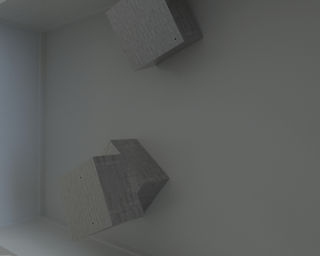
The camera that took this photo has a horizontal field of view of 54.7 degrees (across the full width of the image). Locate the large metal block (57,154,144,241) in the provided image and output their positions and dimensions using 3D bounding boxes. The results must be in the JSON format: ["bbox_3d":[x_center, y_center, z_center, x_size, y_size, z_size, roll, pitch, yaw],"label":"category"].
[{"bbox_3d":[-0.076,0.086,0.386,0.080,0.050,0.080,-31,71,35],"label":"large metal block"}]

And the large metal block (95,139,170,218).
[{"bbox_3d":[-0.047,0.072,0.427,0.080,0.050,0.080,47,118,29],"label":"large metal block"}]

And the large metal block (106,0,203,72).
[{"bbox_3d":[-0.007,-0.126,0.380,0.080,0.050,0.080,-23,95,37],"label":"large metal block"}]
